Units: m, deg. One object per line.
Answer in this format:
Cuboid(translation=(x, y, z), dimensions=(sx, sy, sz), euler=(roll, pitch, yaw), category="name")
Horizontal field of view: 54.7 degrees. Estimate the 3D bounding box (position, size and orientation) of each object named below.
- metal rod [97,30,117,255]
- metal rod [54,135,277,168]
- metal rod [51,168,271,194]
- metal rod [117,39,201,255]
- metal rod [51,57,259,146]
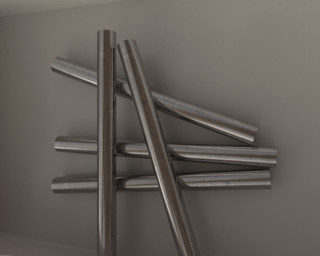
Cuboid(translation=(-0.070, 0.024, 0.405), dimensions=(0.025, 0.025, 0.298), euler=(0, 90, 19), category="metal rod")
Cuboid(translation=(-0.007, 0.029, 0.410), dimensions=(0.301, 0.025, 0.025), euler=(2, 91, 19), category="metal rod")
Cuboid(translation=(-0.012, 0.073, 0.412), dimensions=(0.301, 0.025, 0.025), euler=(-5, 88, 19), category="metal rod")
Cuboid(translation=(0.000, 0.034, 0.381), dimensions=(0.025, 0.025, 0.299), euler=(-19, 84, 19), category="metal rod")
Cuboid(translation=(-0.020, -0.042, 0.414), dimensions=(0.301, 0.025, 0.025), euler=(21, 97, 18), category="metal rod")
